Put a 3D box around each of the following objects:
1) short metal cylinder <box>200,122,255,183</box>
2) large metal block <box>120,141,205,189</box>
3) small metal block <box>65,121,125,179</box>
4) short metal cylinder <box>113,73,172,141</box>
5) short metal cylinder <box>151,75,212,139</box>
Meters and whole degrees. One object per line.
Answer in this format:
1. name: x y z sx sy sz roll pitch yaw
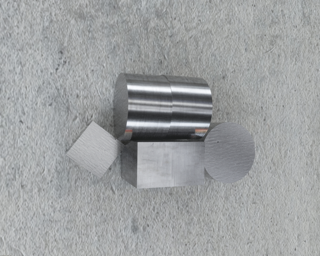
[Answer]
1. short metal cylinder: 0.082 0.032 0.427 0.081 0.050 0.079 0 90 -20
2. large metal block: 0.000 0.040 0.382 0.081 0.080 0.050 1 90 -20
3. small metal block: -0.080 0.026 0.381 0.050 0.025 0.050 40 77 -16
4. short metal cylinder: -0.023 -0.025 0.373 0.050 0.080 0.079 1 90 -20
5. short metal cylinder: 0.024 -0.025 0.390 0.050 0.080 0.079 1 90 -20
